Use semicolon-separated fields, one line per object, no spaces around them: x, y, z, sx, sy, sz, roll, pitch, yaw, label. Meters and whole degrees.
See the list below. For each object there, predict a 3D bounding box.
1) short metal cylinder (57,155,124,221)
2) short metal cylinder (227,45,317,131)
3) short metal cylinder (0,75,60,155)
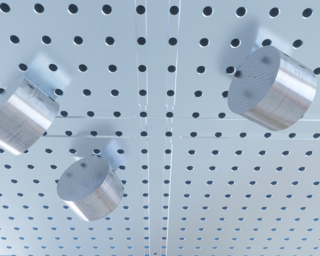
-0.099;0.086;0.448;0.080;0.080;0.050;-16;129;13;short metal cylinder
0.120;-0.043;0.340;0.050;0.080;0.080;24;126;-19;short metal cylinder
-0.165;-0.015;0.361;0.080;0.080;0.050;-30;124;23;short metal cylinder
